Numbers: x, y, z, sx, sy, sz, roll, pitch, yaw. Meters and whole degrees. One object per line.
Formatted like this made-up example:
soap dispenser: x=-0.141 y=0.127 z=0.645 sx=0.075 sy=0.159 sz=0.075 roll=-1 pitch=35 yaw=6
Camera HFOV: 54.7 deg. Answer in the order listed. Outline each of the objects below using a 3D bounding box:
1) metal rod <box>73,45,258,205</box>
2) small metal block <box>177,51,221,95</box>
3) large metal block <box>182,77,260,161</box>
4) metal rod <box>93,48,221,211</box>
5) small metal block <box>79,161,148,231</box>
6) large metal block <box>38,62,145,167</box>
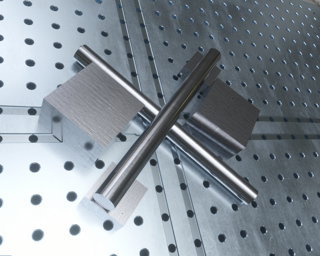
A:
metal rod: x=0.009 y=-0.004 z=0.414 sx=0.300 sy=0.025 sz=0.025 roll=40 pitch=51 yaw=-1
small metal block: x=0.063 y=-0.088 z=0.496 sx=0.050 sy=0.025 sz=0.050 roll=39 pitch=51 yaw=-2
large metal block: x=0.088 y=-0.012 z=0.447 sx=0.080 sy=0.050 sz=0.080 roll=37 pitch=51 yaw=-4
metal rod: x=0.015 y=-0.022 z=0.397 sx=0.025 sy=0.025 sz=0.301 roll=39 pitch=51 yaw=-2
small metal block: x=-0.049 y=0.074 z=0.336 sx=0.050 sy=0.025 sz=0.050 roll=38 pitch=51 yaw=-3
large metal block: x=-0.078 y=-0.017 z=0.360 sx=0.080 sy=0.050 sz=0.080 roll=40 pitch=51 yaw=-1
